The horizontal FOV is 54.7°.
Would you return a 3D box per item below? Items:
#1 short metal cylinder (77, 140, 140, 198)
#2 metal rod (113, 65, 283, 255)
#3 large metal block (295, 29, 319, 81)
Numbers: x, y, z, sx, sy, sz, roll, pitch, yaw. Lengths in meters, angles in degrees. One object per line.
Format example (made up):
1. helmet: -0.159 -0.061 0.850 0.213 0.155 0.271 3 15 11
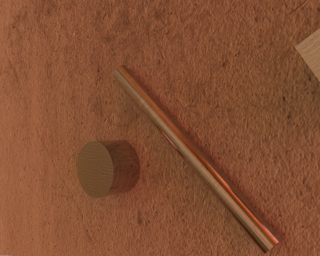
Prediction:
1. short metal cylinder: -0.076 0.058 0.451 0.080 0.050 0.080 0 90 40
2. metal rod: 0.028 0.019 0.381 0.300 0.025 0.025 49 119 28
3. large metal block: 0.173 -0.056 0.246 0.080 0.050 0.080 -39 67 33
